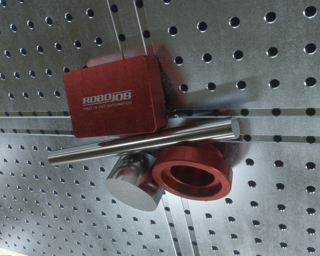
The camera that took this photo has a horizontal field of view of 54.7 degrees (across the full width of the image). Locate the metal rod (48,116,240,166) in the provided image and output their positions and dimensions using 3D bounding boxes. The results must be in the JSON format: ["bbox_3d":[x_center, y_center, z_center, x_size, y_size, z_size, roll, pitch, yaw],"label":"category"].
[{"bbox_3d":[-0.043,0.023,0.413,0.300,0.025,0.025,-11,113,32],"label":"metal rod"}]

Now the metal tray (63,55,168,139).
[{"bbox_3d":[-0.060,-0.036,0.397,0.130,0.030,0.089,-5,97,29],"label":"metal tray"}]

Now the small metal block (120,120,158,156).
[{"bbox_3d":[-0.029,0.014,0.445,0.050,0.025,0.050,17,125,18],"label":"small metal block"}]

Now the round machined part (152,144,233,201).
[{"bbox_3d":[0.043,0.051,0.393,0.098,0.042,0.097,11,143,9],"label":"round machined part"}]

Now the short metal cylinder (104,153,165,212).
[{"bbox_3d":[-0.031,0.076,0.441,0.080,0.050,0.080,19,145,14],"label":"short metal cylinder"}]
